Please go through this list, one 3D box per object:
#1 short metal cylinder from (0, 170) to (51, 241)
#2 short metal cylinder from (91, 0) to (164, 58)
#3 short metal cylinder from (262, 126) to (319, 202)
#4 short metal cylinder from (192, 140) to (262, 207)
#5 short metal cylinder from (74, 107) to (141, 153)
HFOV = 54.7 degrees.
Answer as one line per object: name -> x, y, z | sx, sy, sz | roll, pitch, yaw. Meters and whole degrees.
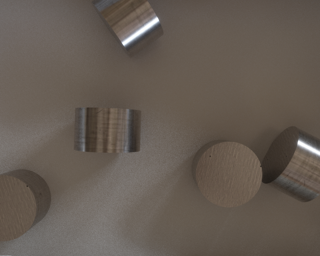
short metal cylinder -> -0.189, 0.096, 0.397 | 0.081, 0.050, 0.080 | 0, 90, 0
short metal cylinder -> -0.040, -0.134, 0.383 | 0.050, 0.080, 0.080 | -36, 90, 0
short metal cylinder -> 0.170, 0.044, 0.385 | 0.050, 0.080, 0.080 | 27, 90, 0
short metal cylinder -> 0.084, 0.056, 0.399 | 0.081, 0.050, 0.080 | 0, 90, 0
short metal cylinder -> -0.064, 0.002, 0.383 | 0.081, 0.080, 0.050 | 2, 90, 0
